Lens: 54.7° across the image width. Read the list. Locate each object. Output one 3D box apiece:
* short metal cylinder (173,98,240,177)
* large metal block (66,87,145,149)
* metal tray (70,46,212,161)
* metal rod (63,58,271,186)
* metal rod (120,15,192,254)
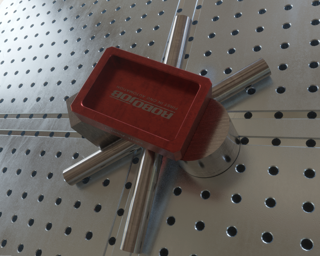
[{"bbox_3d":[0.047,0.011,0.359,0.080,0.050,0.080,-13,56,20],"label":"short metal cylinder"},{"bbox_3d":[-0.065,-0.020,0.417,0.080,0.080,0.050,-30,52,9],"label":"large metal block"},{"bbox_3d":[-0.019,-0.030,0.342,0.130,0.030,0.090,22,72,16],"label":"metal tray"},{"bbox_3d":[0.003,-0.004,0.408,0.301,0.025,0.025,-29,52,9],"label":"metal rod"},{"bbox_3d":[0.000,-0.005,0.381,0.025,0.025,0.299,4,73,29],"label":"metal rod"}]
